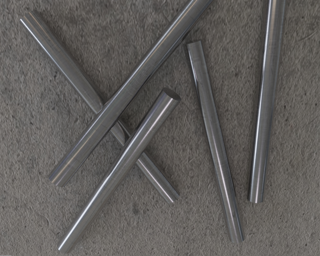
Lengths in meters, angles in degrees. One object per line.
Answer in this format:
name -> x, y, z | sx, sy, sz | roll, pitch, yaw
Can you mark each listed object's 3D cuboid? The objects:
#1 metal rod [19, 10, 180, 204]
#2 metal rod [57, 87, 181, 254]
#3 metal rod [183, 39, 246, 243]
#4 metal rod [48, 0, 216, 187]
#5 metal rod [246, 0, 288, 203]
metal rod -> -0.067, -0.015, 0.403 | 0.025, 0.025, 0.300 | -33, 107, 11
metal rod -> -0.066, 0.072, 0.414 | 0.025, 0.025, 0.298 | 31, 115, -11
metal rod -> 0.078, 0.031, 0.421 | 0.025, 0.025, 0.298 | -14, 110, 5
metal rod -> -0.035, -0.048, 0.371 | 0.025, 0.025, 0.299 | 38, 98, -13
metal rod -> 0.135, -0.038, 0.396 | 0.025, 0.025, 0.298 | -1, 110, 0
